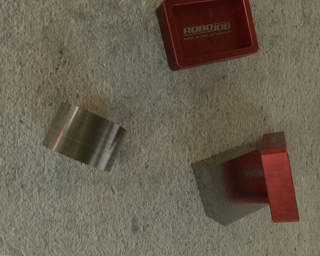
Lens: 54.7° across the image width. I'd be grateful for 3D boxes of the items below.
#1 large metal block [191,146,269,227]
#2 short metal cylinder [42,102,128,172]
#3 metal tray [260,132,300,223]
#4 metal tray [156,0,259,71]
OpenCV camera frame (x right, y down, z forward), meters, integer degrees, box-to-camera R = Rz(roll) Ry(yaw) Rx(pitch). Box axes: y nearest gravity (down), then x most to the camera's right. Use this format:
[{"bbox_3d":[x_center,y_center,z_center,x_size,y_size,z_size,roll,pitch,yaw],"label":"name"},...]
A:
[{"bbox_3d":[0.100,0.077,0.433,0.081,0.050,0.080,-19,97,-19],"label":"large metal block"},{"bbox_3d":[-0.083,0.011,0.349,0.080,0.080,0.050,26,82,-18],"label":"short metal cylinder"},{"bbox_3d":[0.161,0.059,0.419,0.030,0.131,0.089,-10,95,22],"label":"metal tray"},{"bbox_3d":[0.068,-0.136,0.430,0.131,0.030,0.089,-15,95,-20],"label":"metal tray"}]
